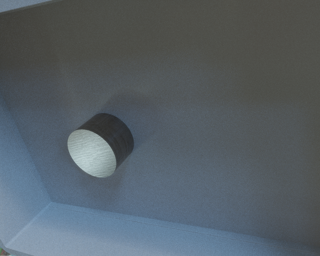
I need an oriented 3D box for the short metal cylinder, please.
[{"bbox_3d":[-0.085,0.025,0.451,0.080,0.050,0.079,13,124,20],"label":"short metal cylinder"}]
